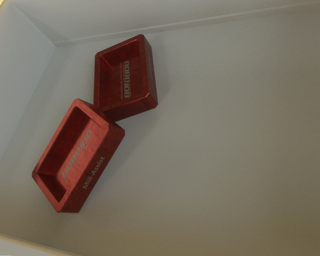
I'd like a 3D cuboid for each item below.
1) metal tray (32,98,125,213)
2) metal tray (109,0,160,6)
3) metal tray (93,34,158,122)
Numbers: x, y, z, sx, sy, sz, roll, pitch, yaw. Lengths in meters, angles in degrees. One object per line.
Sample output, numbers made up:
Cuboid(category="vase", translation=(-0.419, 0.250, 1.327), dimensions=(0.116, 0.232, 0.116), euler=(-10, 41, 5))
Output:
Cuboid(category="metal tray", translation=(-0.112, 0.036, 0.415), dimensions=(0.090, 0.030, 0.130), euler=(35, 97, 38))
Cuboid(category="metal tray", translation=(-0.039, -0.284, 0.597), dimensions=(0.130, 0.030, 0.090), euler=(22, 73, 35))
Cuboid(category="metal tray", translation=(-0.055, -0.077, 0.476), dimensions=(0.090, 0.030, 0.130), euler=(-18, 55, 17))
